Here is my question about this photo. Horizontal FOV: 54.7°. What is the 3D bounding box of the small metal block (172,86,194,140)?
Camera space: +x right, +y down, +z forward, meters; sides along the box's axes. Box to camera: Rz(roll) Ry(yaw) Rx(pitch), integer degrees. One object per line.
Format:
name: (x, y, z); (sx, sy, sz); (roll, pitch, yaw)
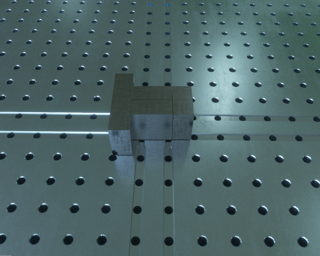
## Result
small metal block: (0.028, -0.020, 0.407); (0.025, 0.050, 0.050); (0, 50, 0)

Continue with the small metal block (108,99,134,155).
small metal block: (-0.048, -0.001, 0.390); (0.025, 0.050, 0.050); (0, 50, 0)

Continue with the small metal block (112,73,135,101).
small metal block: (-0.048, -0.039, 0.423); (0.025, 0.050, 0.050); (0, 50, 0)

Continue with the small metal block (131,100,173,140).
small metal block: (-0.010, -0.010, 0.399); (0.050, 0.050, 0.025); (0, 50, -1)

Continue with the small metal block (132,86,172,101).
small metal block: (-0.010, -0.029, 0.415); (0.050, 0.050, 0.025); (0, 50, -1)
